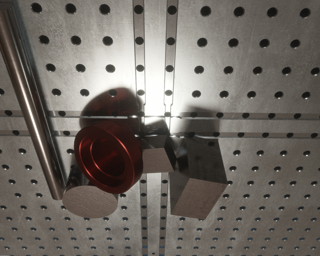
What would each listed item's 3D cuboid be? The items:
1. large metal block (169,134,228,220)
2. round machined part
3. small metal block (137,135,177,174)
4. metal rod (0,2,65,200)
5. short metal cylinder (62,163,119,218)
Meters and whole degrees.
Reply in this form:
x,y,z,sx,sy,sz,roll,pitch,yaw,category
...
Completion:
x,y,z,sx,sy,sz,roll,pitch,yaw,category
0.049,0.069,0.435,0.050,0.080,0.079,12,129,-11,large metal block
-0.063,0.035,0.410,0.098,0.042,0.097,14,120,27,round machined part
-0.009,0.038,0.438,0.050,0.025,0.050,-6,131,19,small metal block
-0.161,-0.007,0.403,0.025,0.025,0.298,0,130,-1,metal rod
-0.103,0.094,0.474,0.081,0.050,0.079,0,130,0,short metal cylinder
